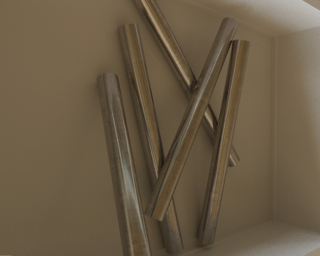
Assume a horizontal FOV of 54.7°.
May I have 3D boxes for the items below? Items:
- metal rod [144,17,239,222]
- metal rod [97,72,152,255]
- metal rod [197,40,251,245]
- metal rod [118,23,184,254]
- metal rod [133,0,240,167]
[{"bbox_3d":[0.048,-0.024,0.412,0.025,0.025,0.300,36,68,-34],"label":"metal rod"},{"bbox_3d":[-0.029,0.075,0.295,0.025,0.025,0.299,9,57,-40],"label":"metal rod"},{"bbox_3d":[0.093,0.023,0.454,0.025,0.025,0.298,6,95,-40],"label":"metal rod"},{"bbox_3d":[-0.009,0.021,0.398,0.025,0.025,0.298,-19,102,-38],"label":"metal rod"},{"bbox_3d":[0.045,-0.060,0.443,0.025,0.025,0.299,-48,118,-29],"label":"metal rod"}]
